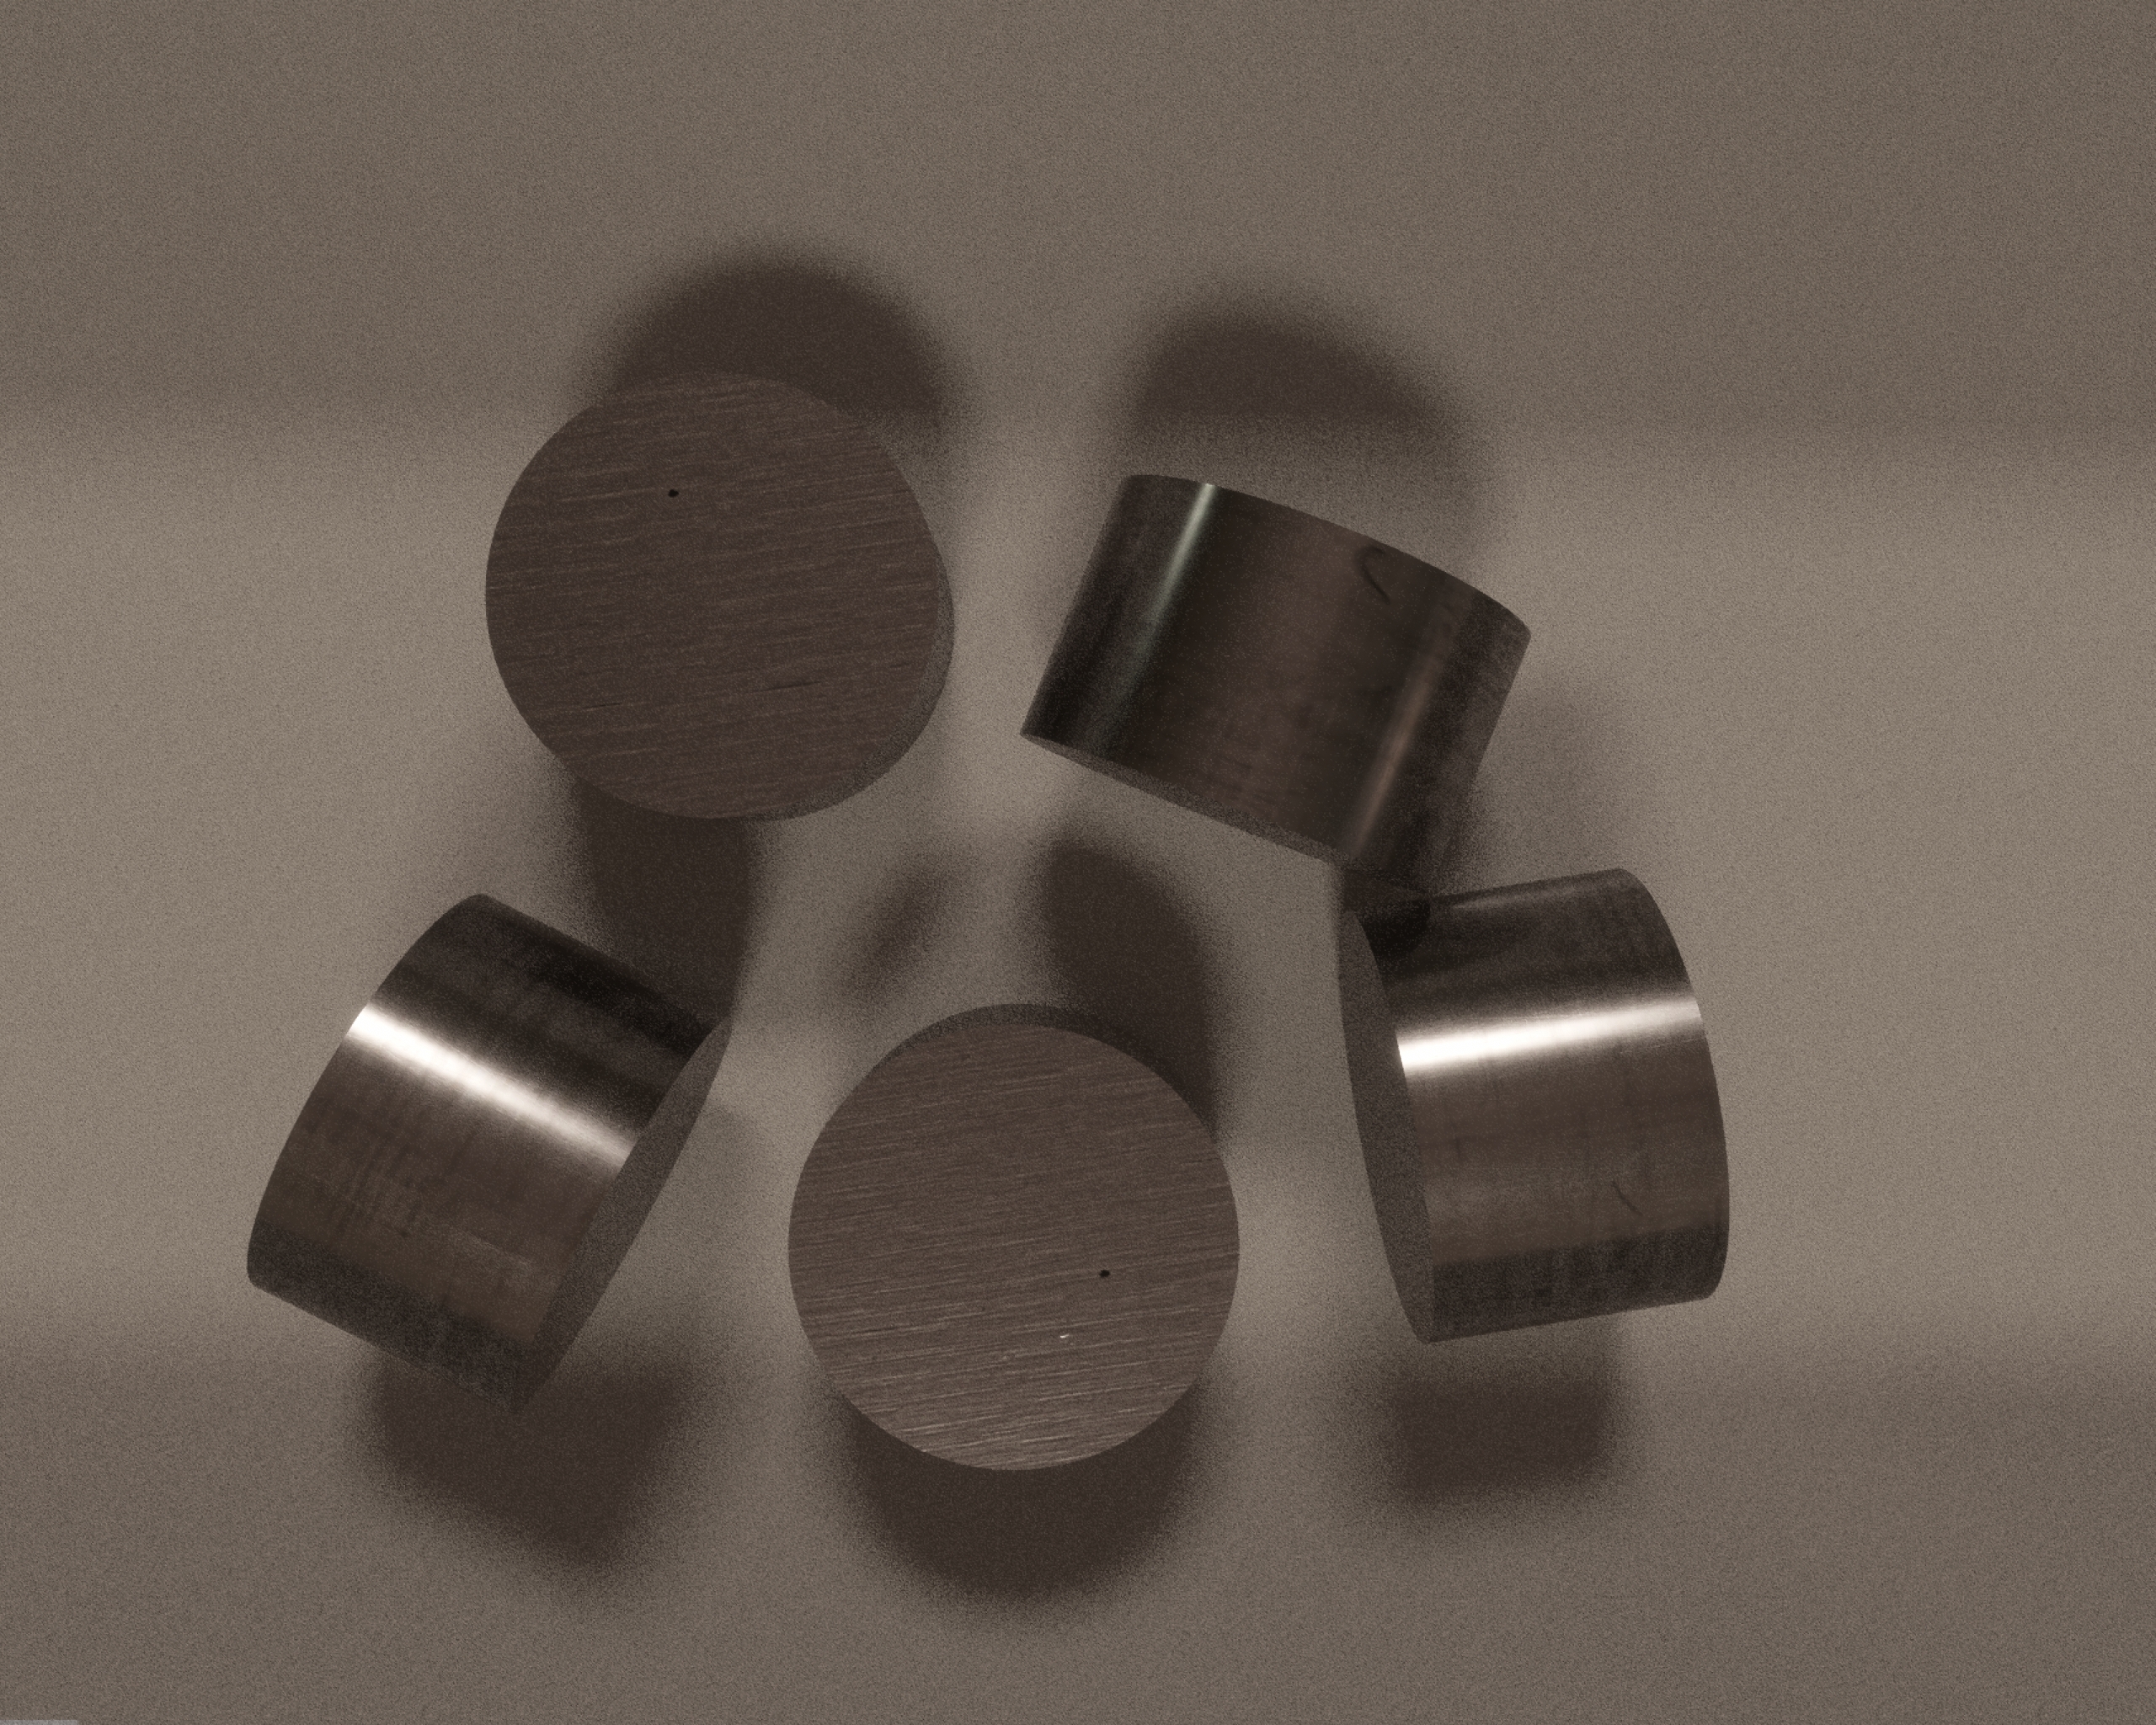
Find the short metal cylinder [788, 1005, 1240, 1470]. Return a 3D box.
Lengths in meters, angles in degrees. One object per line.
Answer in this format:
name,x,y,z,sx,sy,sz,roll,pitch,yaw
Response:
short metal cylinder,-0.011,0.069,0.397,0.081,0.050,0.079,0,90,-1

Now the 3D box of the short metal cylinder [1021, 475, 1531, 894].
short metal cylinder,0.036,-0.032,0.384,0.080,0.080,0.050,22,90,-1

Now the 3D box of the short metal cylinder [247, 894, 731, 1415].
short metal cylinder,-0.105,0.052,0.380,0.050,0.080,0.080,27,90,-1

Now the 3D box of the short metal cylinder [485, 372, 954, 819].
short metal cylinder,-0.065,-0.048,0.396,0.081,0.050,0.079,0,90,-1

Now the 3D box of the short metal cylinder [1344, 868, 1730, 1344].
short metal cylinder,0.081,0.044,0.383,0.050,0.080,0.080,-9,90,0
